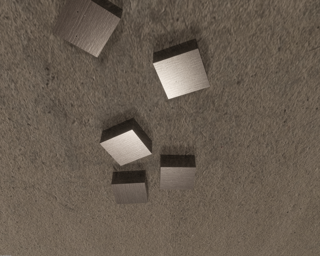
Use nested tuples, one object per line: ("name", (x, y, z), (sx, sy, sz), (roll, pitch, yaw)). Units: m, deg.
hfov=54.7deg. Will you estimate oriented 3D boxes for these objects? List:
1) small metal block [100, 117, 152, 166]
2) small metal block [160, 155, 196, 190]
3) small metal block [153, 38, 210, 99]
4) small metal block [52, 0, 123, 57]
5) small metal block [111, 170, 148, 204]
("small metal block", (-0.045, 0.020, 0.423), (0.050, 0.025, 0.050), (-23, 127, 18))
("small metal block", (0.026, 0.067, 0.464), (0.050, 0.025, 0.050), (1, 130, -1))
("small metal block", (0.025, -0.066, 0.351), (0.050, 0.025, 0.050), (-16, 129, 13))
("small metal block", (-0.073, -0.109, 0.314), (0.050, 0.025, 0.050), (27, 125, -22))
("small metal block", (-0.046, 0.094, 0.486), (0.050, 0.025, 0.050), (-3, 130, 2))
